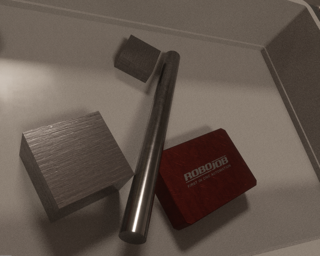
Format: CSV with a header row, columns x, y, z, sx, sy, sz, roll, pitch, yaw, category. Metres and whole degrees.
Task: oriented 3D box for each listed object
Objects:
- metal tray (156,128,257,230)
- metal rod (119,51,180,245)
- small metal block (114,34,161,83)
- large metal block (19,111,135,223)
x,y,z,sx,sy,sz,roll,pitch,yaw,category
0.054,0.060,0.397,0.131,0.030,0.090,-18,72,-35,metal tray
-0.002,-0.007,0.380,0.025,0.025,0.300,25,43,-13,metal rod
-0.032,-0.101,0.452,0.050,0.025,0.050,27,52,-12,small metal block
-0.087,0.038,0.320,0.081,0.050,0.080,-21,72,-36,large metal block
